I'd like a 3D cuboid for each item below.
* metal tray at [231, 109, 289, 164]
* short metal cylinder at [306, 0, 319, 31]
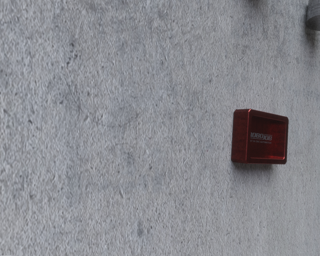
[{"bbox_3d":[0.181,0.018,0.552,0.131,0.030,0.089,7,86,-40],"label":"metal tray"},{"bbox_3d":[0.364,-0.252,0.673,0.081,0.080,0.050,14,81,-39],"label":"short metal cylinder"}]
